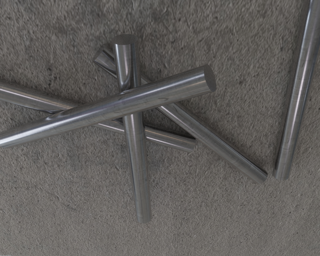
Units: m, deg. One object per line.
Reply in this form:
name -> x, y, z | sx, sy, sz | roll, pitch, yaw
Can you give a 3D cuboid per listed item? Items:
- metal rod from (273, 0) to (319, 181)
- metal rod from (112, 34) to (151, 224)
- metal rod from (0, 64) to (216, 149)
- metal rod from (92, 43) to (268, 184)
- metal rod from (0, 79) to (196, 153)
metal rod -> 0.166, -0.043, 0.371 | 0.025, 0.025, 0.298 | -5, 130, 4
metal rod -> -0.030, 0.028, 0.396 | 0.025, 0.025, 0.298 | -1, 130, 1
metal rod -> -0.082, -0.014, 0.344 | 0.300, 0.025, 0.025 | -13, 131, 30
metal rod -> 0.043, -0.004, 0.403 | 0.301, 0.025, 0.025 | 35, 122, -27
metal rod -> -0.097, -0.019, 0.390 | 0.302, 0.025, 0.025 | 16, 128, -14
